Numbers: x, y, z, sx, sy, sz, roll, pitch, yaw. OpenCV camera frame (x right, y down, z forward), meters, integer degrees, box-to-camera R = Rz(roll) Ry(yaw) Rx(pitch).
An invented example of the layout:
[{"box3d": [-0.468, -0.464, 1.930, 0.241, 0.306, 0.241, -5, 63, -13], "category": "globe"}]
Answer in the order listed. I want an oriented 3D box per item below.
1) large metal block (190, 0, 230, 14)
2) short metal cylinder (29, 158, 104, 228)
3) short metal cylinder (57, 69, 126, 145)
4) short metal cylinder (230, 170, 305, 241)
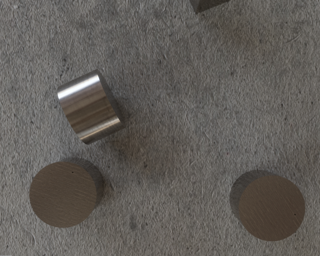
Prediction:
[{"box3d": [0.057, -0.201, 0.383, 0.050, 0.080, 0.080, -22, 90, 0], "category": "large metal block"}, {"box3d": [-0.116, 0.080, 0.396, 0.081, 0.050, 0.079, 0, 90, 0], "category": "short metal cylinder"}, {"box3d": [-0.082, -0.026, 0.382, 0.050, 0.080, 0.080, -25, 90, 0], "category": "short metal cylinder"}, {"box3d": [0.135, 0.097, 0.399, 0.081, 0.050, 0.079, 0, 90, 0], "category": "short metal cylinder"}]
